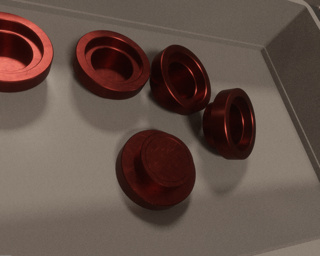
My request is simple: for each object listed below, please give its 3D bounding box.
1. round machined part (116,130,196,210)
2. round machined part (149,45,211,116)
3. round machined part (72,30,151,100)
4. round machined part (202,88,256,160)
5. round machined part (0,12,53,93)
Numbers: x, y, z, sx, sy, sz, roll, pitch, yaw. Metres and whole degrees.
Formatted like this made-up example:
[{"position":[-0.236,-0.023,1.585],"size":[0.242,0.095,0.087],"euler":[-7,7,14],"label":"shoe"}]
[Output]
[{"position":[0.001,0.044,0.370],"size":[0.099,0.042,0.098],"euler":[14,56,-21],"label":"round machined part"},{"position":[0.024,-0.063,0.436],"size":[0.099,0.042,0.098],"euler":[19,61,-38],"label":"round machined part"},{"position":[-0.066,-0.077,0.408],"size":[0.099,0.042,0.098],"euler":[14,56,-21],"label":"round machined part"},{"position":[0.094,-0.004,0.432],"size":[0.099,0.042,0.097],"euler":[7,81,-51],"label":"round machined part"},{"position":[-0.175,-0.080,0.350],"size":[0.099,0.042,0.098],"euler":[14,56,-21],"label":"round machined part"}]
